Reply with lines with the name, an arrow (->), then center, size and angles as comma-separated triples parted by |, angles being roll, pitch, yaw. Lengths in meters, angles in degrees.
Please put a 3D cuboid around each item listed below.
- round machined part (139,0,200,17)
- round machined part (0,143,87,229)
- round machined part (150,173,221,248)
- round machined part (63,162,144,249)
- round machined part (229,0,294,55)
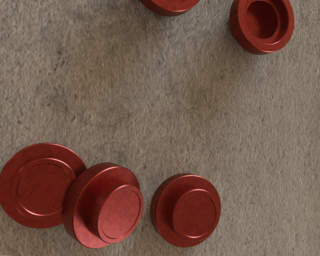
round machined part -> 0.007, -0.194, 0.403 | 0.099, 0.042, 0.097 | 0, 90, -21
round machined part -> -0.130, 0.066, 0.353 | 0.099, 0.042, 0.097 | 0, 90, -21
round machined part -> 0.040, 0.112, 0.416 | 0.099, 0.042, 0.097 | 0, 90, -21
round machined part -> -0.057, 0.092, 0.357 | 0.099, 0.042, 0.097 | -17, 113, -45
round machined part -> 0.143, -0.156, 0.454 | 0.099, 0.042, 0.097 | 0, 90, -21
